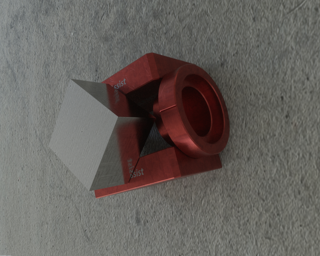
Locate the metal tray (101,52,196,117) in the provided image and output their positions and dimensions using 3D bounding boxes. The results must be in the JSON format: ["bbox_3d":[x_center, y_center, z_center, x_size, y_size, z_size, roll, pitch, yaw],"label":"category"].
[{"bbox_3d":[-0.026,-0.044,0.385,0.130,0.091,0.030,-23,76,37],"label":"metal tray"}]

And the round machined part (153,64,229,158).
[{"bbox_3d":[0.030,-0.015,0.332,0.042,0.099,0.098,-20,78,38],"label":"round machined part"}]

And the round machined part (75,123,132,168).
[{"bbox_3d":[-0.067,0.023,0.411,0.042,0.099,0.098,-20,78,38],"label":"round machined part"}]

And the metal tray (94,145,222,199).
[{"bbox_3d":[-0.006,0.051,0.365,0.130,0.091,0.030,-22,76,37],"label":"metal tray"}]

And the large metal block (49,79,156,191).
[{"bbox_3d":[-0.062,0.005,0.319,0.080,0.050,0.079,36,112,33],"label":"large metal block"}]
